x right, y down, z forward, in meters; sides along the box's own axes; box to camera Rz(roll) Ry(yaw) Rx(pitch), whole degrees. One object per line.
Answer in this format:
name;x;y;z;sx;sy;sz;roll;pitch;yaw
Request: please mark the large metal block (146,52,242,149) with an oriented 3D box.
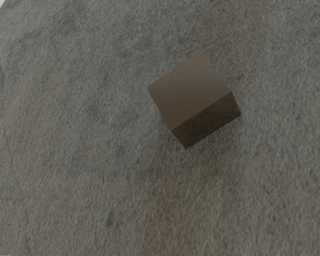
large metal block;0.041;-0.034;0.388;0.080;0.050;0.080;-33;51;7
